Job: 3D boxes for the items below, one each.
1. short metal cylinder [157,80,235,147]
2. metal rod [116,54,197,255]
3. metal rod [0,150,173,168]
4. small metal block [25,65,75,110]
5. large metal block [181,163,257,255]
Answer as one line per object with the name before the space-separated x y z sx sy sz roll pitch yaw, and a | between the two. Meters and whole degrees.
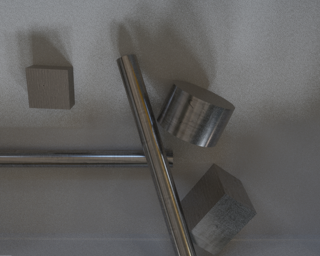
short metal cylinder | 0.043 -0.019 0.376 0.080 0.080 0.050 21 109 -8
metal rod | 0.002 0.057 0.379 0.025 0.025 0.298 -17 90 5
metal rod | -0.134 0.042 0.424 0.302 0.025 0.025 0 110 -1
small metal block | -0.137 -0.052 0.390 0.050 0.025 0.050 2 110 -2
large metal block | 0.075 0.108 0.423 0.050 0.080 0.080 34 106 -12
